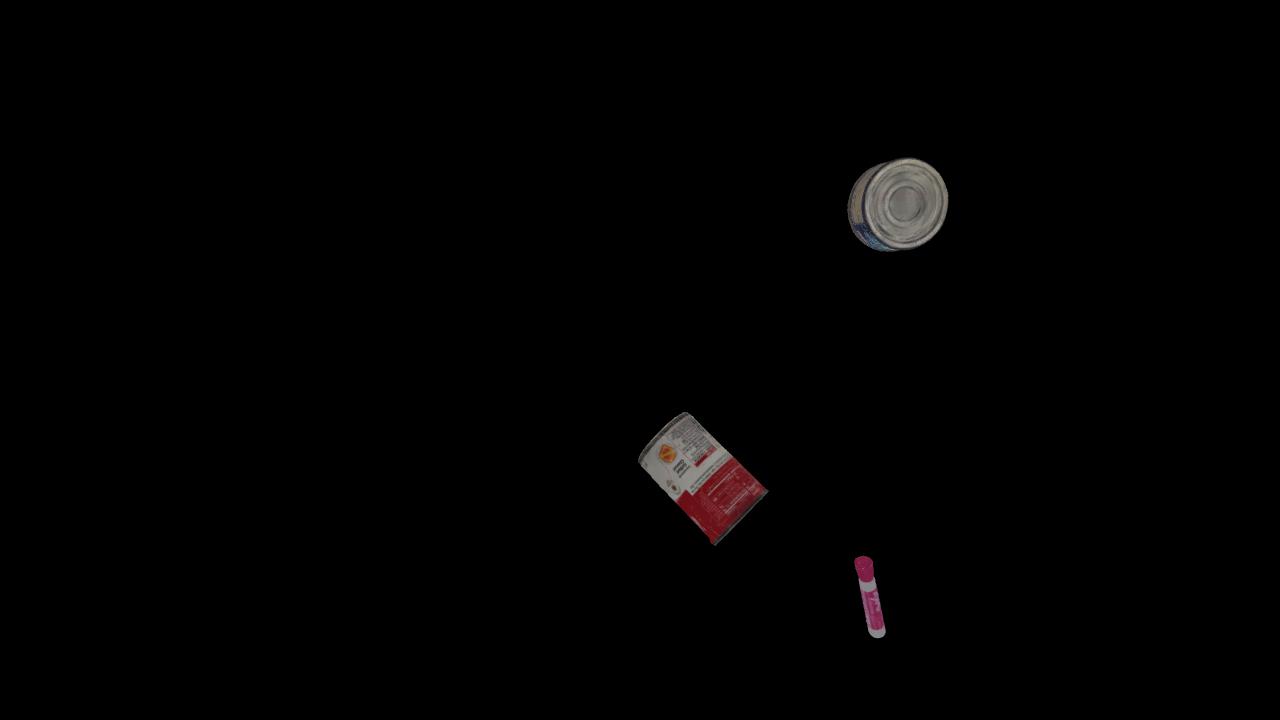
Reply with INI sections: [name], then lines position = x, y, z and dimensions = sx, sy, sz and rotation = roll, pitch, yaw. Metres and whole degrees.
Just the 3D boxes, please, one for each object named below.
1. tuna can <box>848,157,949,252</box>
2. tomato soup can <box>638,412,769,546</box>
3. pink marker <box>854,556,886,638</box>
[tuna can]
position = 0.241, -0.144, 0.573
dimensions = 0.084, 0.084, 0.034
rotation = 0, 9, -6
[tomato soup can]
position = 0.055, 0.104, 0.549
dimensions = 0.101, 0.068, 0.068
rotation = 45, 15, 16
[pink marker]
position = 0.252, 0.259, 0.674
dimensions = 0.020, 0.121, 0.020
rotation = -16, 28, 8
